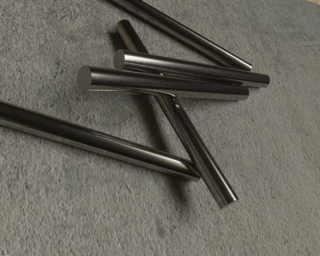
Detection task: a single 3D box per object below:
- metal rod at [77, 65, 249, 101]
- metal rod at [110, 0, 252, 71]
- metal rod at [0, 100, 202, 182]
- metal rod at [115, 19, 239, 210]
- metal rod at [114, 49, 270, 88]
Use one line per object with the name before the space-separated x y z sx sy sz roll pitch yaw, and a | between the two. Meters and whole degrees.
metal rod | 0.032 -0.052 0.404 0.302 0.025 0.025 -3 62 -46
metal rod | 0.023 -0.167 0.517 0.301 0.025 0.025 26 53 -12
metal rod | -0.088 0.011 0.349 0.302 0.025 0.025 19 55 -17
metal rod | 0.012 -0.033 0.410 0.025 0.025 0.299 -13 62 -34
metal rod | 0.069 -0.082 0.460 0.302 0.025 0.025 -1 62 -39
